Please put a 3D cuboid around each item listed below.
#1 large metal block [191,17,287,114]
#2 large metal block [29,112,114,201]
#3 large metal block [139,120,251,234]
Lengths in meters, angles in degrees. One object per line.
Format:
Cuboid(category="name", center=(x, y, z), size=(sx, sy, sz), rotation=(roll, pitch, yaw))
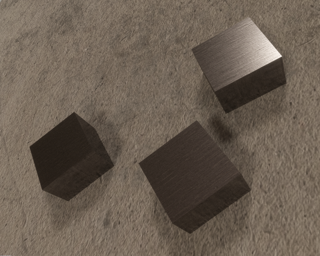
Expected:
Cuboid(category="large metal block", center=(0.096, -0.077, 0.384), size=(0.080, 0.050, 0.080), rotation=(-28, 52, 10))
Cuboid(category="large metal block", center=(-0.122, 0.039, 0.426), size=(0.080, 0.050, 0.080), rotation=(-38, 51, 2))
Cuboid(category="large metal block", center=(0.036, 0.053, 0.336), size=(0.080, 0.050, 0.080), rotation=(-37, 51, 3))
